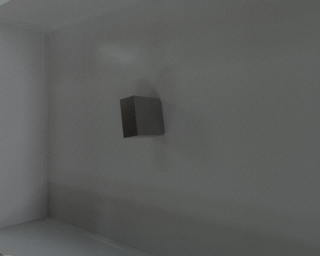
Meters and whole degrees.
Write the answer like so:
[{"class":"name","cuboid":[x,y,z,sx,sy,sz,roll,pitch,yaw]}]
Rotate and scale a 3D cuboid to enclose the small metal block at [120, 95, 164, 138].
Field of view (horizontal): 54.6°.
[{"class":"small metal block","cuboid":[-0.023,-0.014,0.406,0.025,0.050,0.050,-11,82,40]}]
